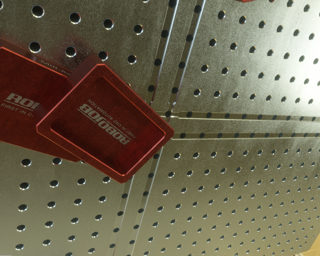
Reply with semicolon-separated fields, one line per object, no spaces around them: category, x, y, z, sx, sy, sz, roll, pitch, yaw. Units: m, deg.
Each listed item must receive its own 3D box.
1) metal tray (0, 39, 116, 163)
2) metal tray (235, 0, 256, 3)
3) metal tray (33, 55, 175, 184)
metal tray;-0.124;-0.022;0.327;0.131;0.030;0.090;24;105;-37
metal tray;0.141;-0.206;0.359;0.131;0.030;0.089;-19;126;-18
metal tray;-0.055;-0.003;0.337;0.090;0.030;0.130;-45;130;3
